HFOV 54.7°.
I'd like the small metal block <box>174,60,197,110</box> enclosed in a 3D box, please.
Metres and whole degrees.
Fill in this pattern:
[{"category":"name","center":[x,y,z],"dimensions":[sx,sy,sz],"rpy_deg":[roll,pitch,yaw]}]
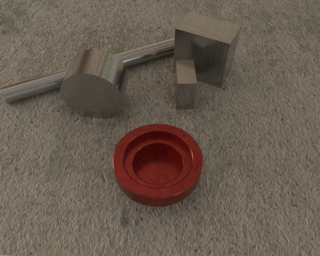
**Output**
[{"category":"small metal block","center":[0.035,-0.061,0.439],"dimensions":[0.025,0.050,0.050],"rpy_deg":[-1,50,-1]}]

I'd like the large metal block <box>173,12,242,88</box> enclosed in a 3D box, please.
[{"category":"large metal block","center":[0.068,-0.117,0.467],"dimensions":[0.080,0.080,0.050],"rpy_deg":[21,53,16]}]

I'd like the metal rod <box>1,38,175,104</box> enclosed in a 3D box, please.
[{"category":"metal rod","center":[-0.086,-0.097,0.483],"dimensions":[0.302,0.025,0.025],"rpy_deg":[-21,53,-17]}]

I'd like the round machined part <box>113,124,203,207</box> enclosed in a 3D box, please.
[{"category":"round machined part","center":[-0.002,0.045,0.354],"dimensions":[0.099,0.042,0.098],"rpy_deg":[0,50,0]}]

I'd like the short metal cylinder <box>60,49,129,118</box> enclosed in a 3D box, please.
[{"category":"short metal cylinder","center":[-0.086,-0.058,0.415],"dimensions":[0.080,0.080,0.050],"rpy_deg":[4,50,3]}]
